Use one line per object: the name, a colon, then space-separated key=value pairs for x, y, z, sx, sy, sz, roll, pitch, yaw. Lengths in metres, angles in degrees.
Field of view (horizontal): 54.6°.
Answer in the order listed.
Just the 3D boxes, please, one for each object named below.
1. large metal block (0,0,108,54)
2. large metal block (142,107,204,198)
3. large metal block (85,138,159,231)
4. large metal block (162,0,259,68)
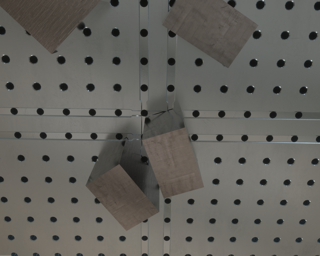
large metal block: x=-0.119 y=-0.143 z=0.346 sx=0.080 sy=0.050 sz=0.080 roll=-42 pitch=105 yaw=14
large metal block: x=0.016 y=0.028 z=0.394 sx=0.050 sy=0.080 sz=0.080 roll=-17 pitch=109 yaw=6
large metal block: x=-0.044 y=0.072 z=0.410 sx=0.050 sy=0.080 sz=0.080 roll=-33 pitch=107 yaw=11
large metal block: x=0.050 y=-0.115 z=0.342 sx=0.080 sy=0.080 sz=0.050 roll=30 pitch=107 yaw=-11
